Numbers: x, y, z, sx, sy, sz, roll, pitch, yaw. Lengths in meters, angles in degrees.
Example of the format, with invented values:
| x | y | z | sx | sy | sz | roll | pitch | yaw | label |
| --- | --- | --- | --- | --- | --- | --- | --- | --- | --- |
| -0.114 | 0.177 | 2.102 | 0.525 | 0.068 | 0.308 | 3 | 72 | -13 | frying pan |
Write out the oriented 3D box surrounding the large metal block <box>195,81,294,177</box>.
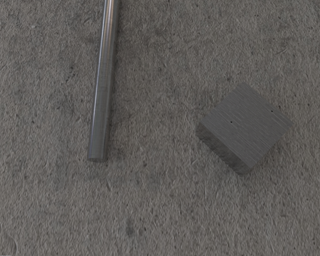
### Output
| x | y | z | sx | sy | sz | roll | pitch | yaw | label |
| --- | --- | --- | --- | --- | --- | --- | --- | --- | --- |
| 0.105 | 0.002 | 0.395 | 0.080 | 0.050 | 0.080 | -42 | 76 | -14 | large metal block |

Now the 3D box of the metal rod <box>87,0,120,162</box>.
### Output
| x | y | z | sx | sy | sz | roll | pitch | yaw | label |
| --- | --- | --- | --- | --- | --- | --- | --- | --- | --- |
| -0.077 | -0.099 | 0.443 | 0.025 | 0.025 | 0.299 | 1 | 70 | 0 | metal rod |
